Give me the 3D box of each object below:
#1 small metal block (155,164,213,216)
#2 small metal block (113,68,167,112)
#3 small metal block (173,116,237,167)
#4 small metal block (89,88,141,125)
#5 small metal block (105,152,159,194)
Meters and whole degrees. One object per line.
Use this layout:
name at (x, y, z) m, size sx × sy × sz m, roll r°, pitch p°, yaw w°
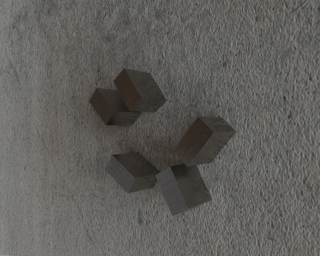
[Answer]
small metal block at (0.029, 0.070, 0.365) m, size 0.025 × 0.050 × 0.050 m, roll -37°, pitch 68°, yaw 34°
small metal block at (-0.026, -0.049, 0.410) m, size 0.025 × 0.050 × 0.050 m, roll -44°, pitch 63°, yaw 31°
small metal block at (0.051, 0.015, 0.347) m, size 0.025 × 0.050 × 0.050 m, roll 49°, pitch 119°, yaw 29°
small metal block at (-0.064, -0.030, 0.442) m, size 0.050 × 0.050 × 0.025 m, roll 50°, pitch 120°, yaw 28°
small metal block at (-0.036, 0.059, 0.418) m, size 0.050 × 0.050 × 0.025 m, roll 39°, pitch 114°, yaw 33°
